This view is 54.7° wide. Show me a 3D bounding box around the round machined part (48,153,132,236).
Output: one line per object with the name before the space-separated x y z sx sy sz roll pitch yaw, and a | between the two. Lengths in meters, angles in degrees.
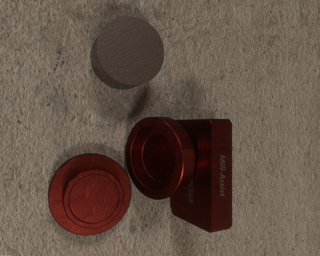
round machined part | -0.081 0.080 0.371 0.099 0.042 0.097 0 90 -21

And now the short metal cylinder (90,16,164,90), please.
short metal cylinder | -0.041 -0.090 0.381 0.081 0.050 0.079 0 90 -21

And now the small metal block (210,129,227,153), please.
small metal block | 0.065 0.021 0.426 0.050 0.025 0.050 -19 97 -40

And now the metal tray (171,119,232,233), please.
metal tray | 0.050 0.054 0.392 0.030 0.090 0.129 0 90 -29

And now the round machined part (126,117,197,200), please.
round machined part | 0.005 0.035 0.378 0.042 0.098 0.097 -3 91 -45
